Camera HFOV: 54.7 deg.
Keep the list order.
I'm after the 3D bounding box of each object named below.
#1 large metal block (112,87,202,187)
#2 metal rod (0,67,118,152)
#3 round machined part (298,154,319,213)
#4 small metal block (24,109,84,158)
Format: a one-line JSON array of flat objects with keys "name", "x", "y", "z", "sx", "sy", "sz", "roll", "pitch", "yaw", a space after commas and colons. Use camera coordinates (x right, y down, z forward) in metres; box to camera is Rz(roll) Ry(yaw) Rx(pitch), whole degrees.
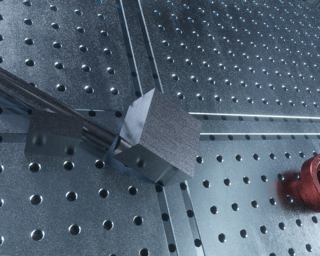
[{"name": "large metal block", "x": 0.000, "y": 0.013, "z": 0.371, "sx": 0.080, "sy": 0.050, "sz": 0.080, "roll": 35, "pitch": 49, "yaw": -26}, {"name": "metal rod", "x": -0.185, "y": -0.058, "z": 0.343, "sx": 0.301, "sy": 0.025, "sz": 0.025, "roll": 30, "pitch": 52, "yaw": -9}, {"name": "round machined part", "x": 0.254, "y": 0.092, "z": 0.478, "sx": 0.099, "sy": 0.042, "sz": 0.098, "roll": 14, "pitch": 56, "yaw": -21}, {"name": "small metal block", "x": -0.112, "y": 0.008, "z": 0.327, "sx": 0.050, "sy": 0.050, "sz": 0.025, "roll": 11, "pitch": 57, "yaw": -23}]
